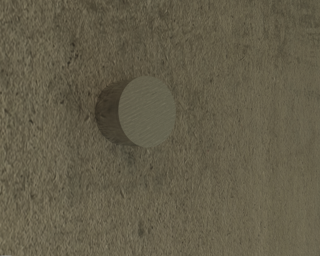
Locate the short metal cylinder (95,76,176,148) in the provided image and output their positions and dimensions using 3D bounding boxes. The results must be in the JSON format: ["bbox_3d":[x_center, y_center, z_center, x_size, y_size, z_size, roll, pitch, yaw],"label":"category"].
[{"bbox_3d":[-0.028,-0.018,0.364,0.081,0.050,0.080,0,90,-40],"label":"short metal cylinder"}]
